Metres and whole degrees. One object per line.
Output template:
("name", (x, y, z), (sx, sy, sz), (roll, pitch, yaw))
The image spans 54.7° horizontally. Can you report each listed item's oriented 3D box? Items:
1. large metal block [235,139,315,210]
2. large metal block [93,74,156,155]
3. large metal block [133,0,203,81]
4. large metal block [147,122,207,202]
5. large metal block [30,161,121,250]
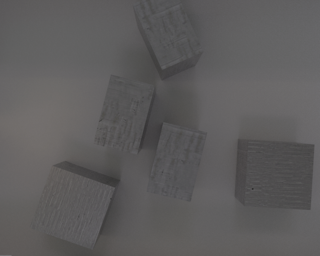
("large metal block", (0.145, 0.057, 0.400), (0.080, 0.050, 0.080), (3, 90, 0))
("large metal block", (-0.040, -0.015, 0.383), (0.050, 0.080, 0.080), (14, 90, 0))
("large metal block", (0.009, -0.111, 0.384), (0.050, 0.080, 0.080), (-24, 90, 0))
("large metal block", (0.019, 0.038, 0.384), (0.050, 0.080, 0.080), (13, 90, 0))
("large metal block", (-0.105, 0.096, 0.398), (0.080, 0.050, 0.080), (20, 90, 0))
